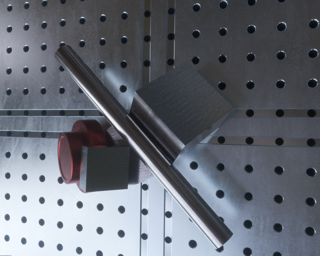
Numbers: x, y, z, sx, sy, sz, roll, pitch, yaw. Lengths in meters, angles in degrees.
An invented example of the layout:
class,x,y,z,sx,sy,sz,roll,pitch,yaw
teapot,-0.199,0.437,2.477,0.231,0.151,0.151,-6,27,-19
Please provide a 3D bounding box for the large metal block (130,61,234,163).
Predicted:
class,x,y,z,sx,sy,sz,roll,pitch,yaw
large metal block,0.023,-0.020,0.364,0.080,0.050,0.080,-35,75,-28

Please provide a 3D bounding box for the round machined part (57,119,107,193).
class,x,y,z,sx,sy,sz,roll,pitch,yaw
round machined part,-0.106,0.038,0.409,0.098,0.042,0.097,10,102,57

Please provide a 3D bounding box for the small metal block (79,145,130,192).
class,x,y,z,sx,sy,sz,roll,pitch,yaw
small metal block,-0.065,0.046,0.363,0.025,0.050,0.050,5,93,60

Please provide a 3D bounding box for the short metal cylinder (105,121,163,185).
class,x,y,z,sx,sy,sz,roll,pitch,yaw
short metal cylinder,-0.032,0.031,0.406,0.080,0.050,0.079,0,90,20

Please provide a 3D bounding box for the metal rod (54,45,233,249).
class,x,y,z,sx,sy,sz,roll,pitch,yaw
metal rod,-0.028,0.012,0.365,0.025,0.025,0.300,-45,76,14
